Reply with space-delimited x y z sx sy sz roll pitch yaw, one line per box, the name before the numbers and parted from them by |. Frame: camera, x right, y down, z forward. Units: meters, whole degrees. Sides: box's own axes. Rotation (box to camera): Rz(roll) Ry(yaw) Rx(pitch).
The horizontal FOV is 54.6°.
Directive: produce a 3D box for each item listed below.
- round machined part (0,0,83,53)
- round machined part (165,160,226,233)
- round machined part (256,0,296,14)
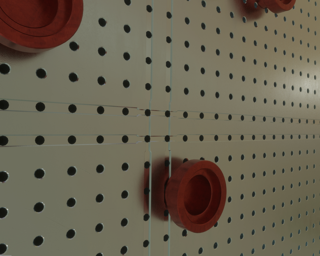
round machined part | -0.127 -0.120 0.291 0.099 0.042 0.097 0 90 -40
round machined part | 0.046 0.093 0.436 0.099 0.042 0.097 0 90 -40
round machined part | 0.208 -0.260 0.570 0.099 0.042 0.097 0 90 -40
